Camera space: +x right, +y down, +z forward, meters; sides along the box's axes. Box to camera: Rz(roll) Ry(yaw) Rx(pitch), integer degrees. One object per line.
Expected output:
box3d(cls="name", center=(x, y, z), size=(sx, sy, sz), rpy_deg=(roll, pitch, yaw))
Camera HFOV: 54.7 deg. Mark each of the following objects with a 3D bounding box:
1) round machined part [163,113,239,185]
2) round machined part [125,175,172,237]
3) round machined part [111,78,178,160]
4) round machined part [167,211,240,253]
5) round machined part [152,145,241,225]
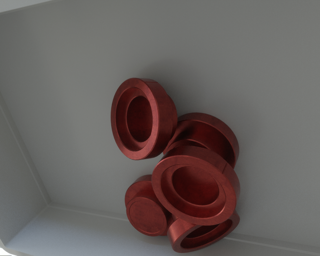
box3d(cls="round machined part", center=(0.047, 0.033, 0.393), size=(0.098, 0.042, 0.097), rpy_deg=(13, 124, 20))
box3d(cls="round machined part", center=(-0.012, 0.124, 0.470), size=(0.098, 0.042, 0.097), rpy_deg=(10, 114, 23))
box3d(cls="round machined part", center=(-0.016, -0.012, 0.379), size=(0.098, 0.042, 0.097), rpy_deg=(5, 97, 49))
box3d(cls="round machined part", center=(0.055, 0.127, 0.424), size=(0.042, 0.099, 0.097), rpy_deg=(64, 142, 38))
box3d(cls="round machined part", center=(0.044, 0.061, 0.357), size=(0.098, 0.042, 0.097), rpy_deg=(13, 124, 20))
